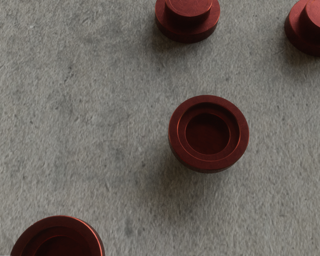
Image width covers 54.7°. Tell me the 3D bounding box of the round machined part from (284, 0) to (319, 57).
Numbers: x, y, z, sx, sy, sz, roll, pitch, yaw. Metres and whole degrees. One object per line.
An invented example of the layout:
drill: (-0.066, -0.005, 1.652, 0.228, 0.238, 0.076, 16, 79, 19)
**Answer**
round machined part: (0.242, -0.159, 0.460, 0.099, 0.042, 0.098, 0, 70, -1)

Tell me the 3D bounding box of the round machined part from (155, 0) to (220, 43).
round machined part: (0.042, -0.181, 0.466, 0.099, 0.042, 0.098, 0, 70, -1)

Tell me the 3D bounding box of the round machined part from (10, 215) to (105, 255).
round machined part: (-0.110, 0.149, 0.343, 0.099, 0.042, 0.098, 0, 70, -1)

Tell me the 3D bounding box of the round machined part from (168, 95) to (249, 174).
round machined part: (0.059, 0.010, 0.396, 0.099, 0.042, 0.098, 0, 70, -1)
